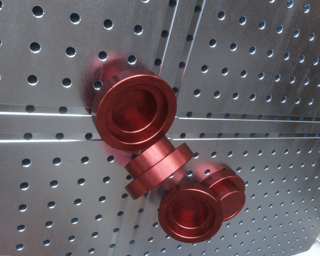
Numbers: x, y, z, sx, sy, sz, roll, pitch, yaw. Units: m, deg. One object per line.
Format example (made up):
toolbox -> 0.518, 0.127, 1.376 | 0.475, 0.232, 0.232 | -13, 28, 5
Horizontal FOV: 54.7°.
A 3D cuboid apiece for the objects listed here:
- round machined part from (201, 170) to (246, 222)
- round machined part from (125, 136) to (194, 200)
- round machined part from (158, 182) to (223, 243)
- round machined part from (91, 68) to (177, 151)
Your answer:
round machined part -> 0.109, 0.124, 0.540 | 0.099, 0.042, 0.097 | -14, 125, -21
round machined part -> -0.007, 0.047, 0.405 | 0.098, 0.098, 0.042 | -36, 86, -4
round machined part -> 0.048, 0.129, 0.490 | 0.099, 0.042, 0.097 | 2, 109, 5
round machined part -> -0.033, -0.024, 0.368 | 0.099, 0.042, 0.097 | -14, 125, -21
